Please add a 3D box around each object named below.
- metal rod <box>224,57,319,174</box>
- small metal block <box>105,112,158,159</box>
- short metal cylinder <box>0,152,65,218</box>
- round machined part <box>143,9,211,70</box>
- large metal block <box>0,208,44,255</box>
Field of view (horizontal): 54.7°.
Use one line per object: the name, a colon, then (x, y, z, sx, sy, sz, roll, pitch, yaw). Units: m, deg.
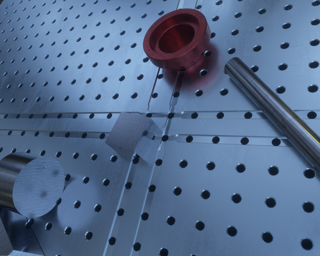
metal rod: (0.155, 0.019, 0.315, 0.025, 0.025, 0.300, -34, 52, 5)
small metal block: (-0.038, 0.009, 0.422, 0.050, 0.025, 0.050, 13, 68, 33)
short metal cylinder: (-0.178, 0.075, 0.418, 0.050, 0.080, 0.080, 6, 65, 30)
round machined part: (0.028, -0.126, 0.458, 0.098, 0.042, 0.098, -13, 56, 20)
large metal block: (-0.211, 0.162, 0.401, 0.080, 0.050, 0.080, -47, 52, -4)
